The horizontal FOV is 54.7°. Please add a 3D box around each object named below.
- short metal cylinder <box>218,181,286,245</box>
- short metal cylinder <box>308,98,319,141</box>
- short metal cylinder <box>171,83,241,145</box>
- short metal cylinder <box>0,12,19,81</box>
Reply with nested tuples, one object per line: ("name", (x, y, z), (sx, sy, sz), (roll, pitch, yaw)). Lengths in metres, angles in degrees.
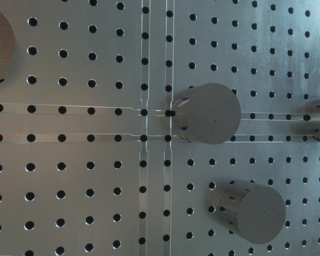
("short metal cylinder", (0.132, 0.120, 0.448), (0.081, 0.050, 0.079), (0, 90, -20))
("short metal cylinder", (0.294, -0.015, 0.508), (0.081, 0.050, 0.079), (0, 90, -20))
("short metal cylinder", (0.062, -0.019, 0.422), (0.081, 0.050, 0.079), (0, 90, -20))
("short metal cylinder", (-0.195, -0.088, 0.327), (0.081, 0.050, 0.079), (0, 90, -20))
